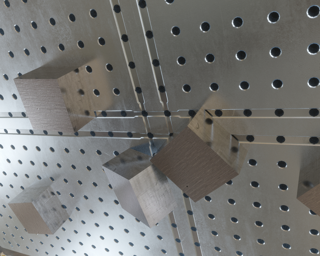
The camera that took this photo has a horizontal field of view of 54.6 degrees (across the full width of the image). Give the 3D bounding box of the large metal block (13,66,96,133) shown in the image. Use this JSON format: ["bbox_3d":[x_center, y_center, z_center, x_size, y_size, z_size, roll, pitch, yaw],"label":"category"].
[{"bbox_3d":[-0.150,-0.042,0.449,0.080,0.050,0.080,4,121,26],"label":"large metal block"}]

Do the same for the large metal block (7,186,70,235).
[{"bbox_3d":[-0.245,0.167,0.629,0.080,0.050,0.080,-11,113,33],"label":"large metal block"}]

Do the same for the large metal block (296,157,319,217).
[{"bbox_3d":[0.207,0.064,0.325,0.080,0.050,0.080,38,129,2],"label":"large metal block"}]

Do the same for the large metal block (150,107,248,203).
[{"bbox_3d":[0.048,0.035,0.392,0.080,0.050,0.080,43,129,-2],"label":"large metal block"}]

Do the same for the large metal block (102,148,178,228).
[{"bbox_3d":[-0.030,0.082,0.442,0.080,0.050,0.080,13,129,54],"label":"large metal block"}]
